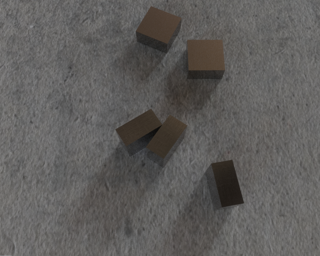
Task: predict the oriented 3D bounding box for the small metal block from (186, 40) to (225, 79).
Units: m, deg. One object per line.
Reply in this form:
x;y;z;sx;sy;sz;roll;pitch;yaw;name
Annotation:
0.064;-0.098;0.445;0.050;0.025;0.050;0;70;-1;small metal block

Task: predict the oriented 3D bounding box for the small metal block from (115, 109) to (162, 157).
-0.025;0.007;0.392;0.050;0.050;0.025;-31;73;-11;small metal block

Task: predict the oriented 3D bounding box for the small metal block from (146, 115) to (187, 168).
0.008;0.018;0.388;0.025;0.050;0.050;33;73;11;small metal block

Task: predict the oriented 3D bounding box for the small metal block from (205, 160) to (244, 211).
0.075;0.070;0.370;0.025;0.050;0.050;-10;71;-4;small metal block

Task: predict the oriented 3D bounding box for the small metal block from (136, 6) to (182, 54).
-0.002;-0.146;0.462;0.050;0.025;0.050;24;72;8;small metal block
